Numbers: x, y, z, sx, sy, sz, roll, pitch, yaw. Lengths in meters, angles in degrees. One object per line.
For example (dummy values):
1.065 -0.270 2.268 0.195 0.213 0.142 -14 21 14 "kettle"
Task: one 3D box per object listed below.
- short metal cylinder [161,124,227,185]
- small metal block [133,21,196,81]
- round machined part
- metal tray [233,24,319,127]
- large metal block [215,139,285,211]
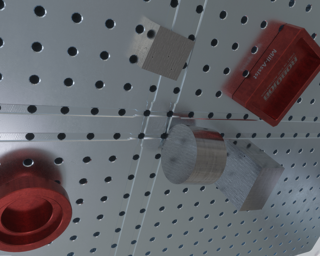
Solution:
0.044 0.037 0.423 0.050 0.080 0.079 8 114 -32 "short metal cylinder"
0.005 -0.088 0.359 0.050 0.025 0.050 14 111 -34 "small metal block"
-0.160 0.098 0.374 0.099 0.042 0.097 -14 124 -21 "round machined part"
0.179 -0.074 0.460 0.090 0.030 0.129 26 104 -37 "metal tray"
0.137 0.074 0.497 0.050 0.080 0.079 6 116 -31 "large metal block"
